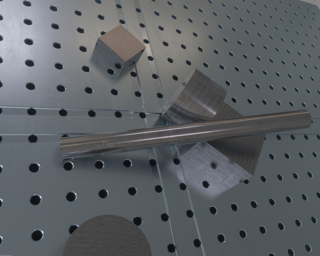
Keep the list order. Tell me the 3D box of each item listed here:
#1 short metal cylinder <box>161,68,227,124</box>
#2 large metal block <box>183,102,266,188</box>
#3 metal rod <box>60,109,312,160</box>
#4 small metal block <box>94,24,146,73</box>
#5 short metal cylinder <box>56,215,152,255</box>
[{"bbox_3d":[0.045,-0.033,0.418,0.050,0.080,0.080,35,51,-6],"label":"short metal cylinder"},{"bbox_3d":[0.090,0.022,0.428,0.080,0.050,0.080,36,51,-5],"label":"large metal block"},{"bbox_3d":[0.040,0.006,0.368,0.302,0.025,0.025,-7,64,-12],"label":"metal rod"},{"bbox_3d":[-0.057,-0.115,0.448,0.050,0.025,0.050,42,51,0],"label":"small metal block"},{"bbox_3d":[-0.054,0.126,0.286,0.081,0.050,0.080,14,56,-21],"label":"short metal cylinder"}]
